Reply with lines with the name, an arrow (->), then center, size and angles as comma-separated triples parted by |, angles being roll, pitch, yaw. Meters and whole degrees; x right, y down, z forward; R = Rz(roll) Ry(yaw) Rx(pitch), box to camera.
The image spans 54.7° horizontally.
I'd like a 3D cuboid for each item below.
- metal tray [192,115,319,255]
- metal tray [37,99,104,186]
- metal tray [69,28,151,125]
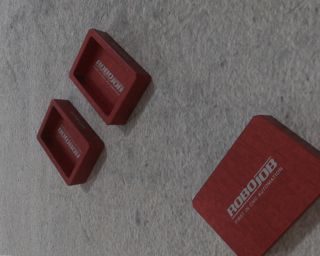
metal tray -> 0.101, 0.062, 0.317 | 0.090, 0.030, 0.129 | 45, 116, 30
metal tray -> -0.156, 0.022, 0.527 | 0.130, 0.030, 0.089 | 45, 117, 30
metal tray -> -0.080, -0.077, 0.464 | 0.130, 0.030, 0.089 | 48, 118, 29
